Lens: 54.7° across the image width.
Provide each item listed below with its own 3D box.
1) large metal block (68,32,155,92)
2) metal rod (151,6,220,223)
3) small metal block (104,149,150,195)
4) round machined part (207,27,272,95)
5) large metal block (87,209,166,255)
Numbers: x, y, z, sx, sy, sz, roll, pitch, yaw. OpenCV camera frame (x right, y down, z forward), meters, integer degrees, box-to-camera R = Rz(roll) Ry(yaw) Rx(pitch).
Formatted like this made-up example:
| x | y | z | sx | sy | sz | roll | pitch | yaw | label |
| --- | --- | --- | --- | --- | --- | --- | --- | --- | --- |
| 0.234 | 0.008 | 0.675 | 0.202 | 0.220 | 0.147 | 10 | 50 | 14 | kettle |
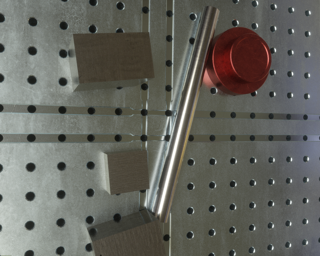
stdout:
| x | y | z | sx | sy | sz | roll | pitch | yaw | label |
| --- | --- | --- | --- | --- | --- | --- | --- | --- | --- |
| -0.060 | -0.075 | 0.361 | 0.081 | 0.080 | 0.050 | -8 | 93 | -20 | large metal block |
| 0.035 | -0.022 | 0.425 | 0.025 | 0.025 | 0.299 | 16 | 85 | -20 | metal rod |
| -0.043 | 0.055 | 0.397 | 0.050 | 0.025 | 0.050 | -5 | 92 | -20 | small metal block |
| 0.120 | -0.098 | 0.448 | 0.099 | 0.042 | 0.097 | 0 | 90 | -20 | round machined part |
| -0.039 | 0.157 | 0.385 | 0.081 | 0.050 | 0.080 | -13 | 95 | -20 | large metal block |
